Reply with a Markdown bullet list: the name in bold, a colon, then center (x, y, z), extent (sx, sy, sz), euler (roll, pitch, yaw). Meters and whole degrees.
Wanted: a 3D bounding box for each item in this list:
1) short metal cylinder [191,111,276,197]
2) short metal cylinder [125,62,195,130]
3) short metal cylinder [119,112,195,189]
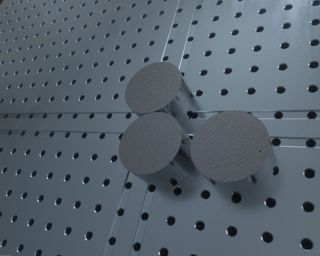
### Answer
- **short metal cylinder**: center (0.079, 0.028, 0.333), extent (0.080, 0.050, 0.080), euler (-13, 56, 20)
- **short metal cylinder**: center (0.001, -0.042, 0.416), extent (0.080, 0.050, 0.080), euler (-13, 56, 21)
- **short metal cylinder**: center (-0.002, 0.028, 0.375), extent (0.080, 0.050, 0.080), euler (-13, 56, 21)
